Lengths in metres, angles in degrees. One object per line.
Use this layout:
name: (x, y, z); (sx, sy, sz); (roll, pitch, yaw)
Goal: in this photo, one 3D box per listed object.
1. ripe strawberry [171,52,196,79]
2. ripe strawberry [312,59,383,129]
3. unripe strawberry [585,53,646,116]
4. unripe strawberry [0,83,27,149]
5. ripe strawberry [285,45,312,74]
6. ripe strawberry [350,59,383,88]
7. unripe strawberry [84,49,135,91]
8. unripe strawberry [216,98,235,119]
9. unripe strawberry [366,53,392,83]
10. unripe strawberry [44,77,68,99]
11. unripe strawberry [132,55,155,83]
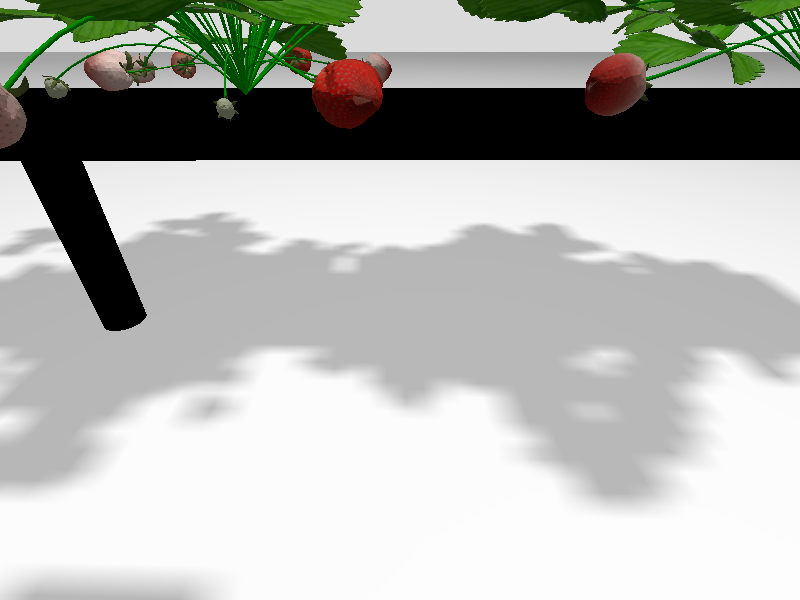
ripe strawberry: (-0.244, -0.263, 0.448); (0.025, 0.026, 0.027); (-22, 38, -30)
ripe strawberry: (-0.022, -0.090, 0.177); (0.031, 0.028, 0.028); (-19, 38, -27)
unripe strawberry: (0.117, -0.118, 0.221); (0.032, 0.031, 0.030); (-15, 36, -21)
unripe strawberry: (-0.156, -0.069, 0.143); (0.026, 0.030, 0.029); (6, 41, 9)
ripe strawberry: (-0.127, -0.303, 0.502); (0.033, 0.035, 0.036); (-1, 32, -1)
ripe strawberry: (-0.024, -0.128, 0.237); (0.030, 0.025, 0.030); (25, 41, 33)
unripe strawberry: (-0.228, -0.180, 0.314); (0.033, 0.029, 0.033); (3, 33, 5)
unripe strawberry: (-0.092, -0.101, 0.211); (0.009, 0.010, 0.010); (-7, 34, -11)
unripe strawberry: (-0.019, -0.216, 0.376); (0.027, 0.026, 0.025); (-24, 40, -33)
unripe strawberry: (-0.242, -0.148, 0.281); (0.013, 0.013, 0.012); (24, 22, -29)
unripe strawberry: (-0.246, -0.217, 0.377); (0.026, 0.022, 0.026); (8, 31, 35)
